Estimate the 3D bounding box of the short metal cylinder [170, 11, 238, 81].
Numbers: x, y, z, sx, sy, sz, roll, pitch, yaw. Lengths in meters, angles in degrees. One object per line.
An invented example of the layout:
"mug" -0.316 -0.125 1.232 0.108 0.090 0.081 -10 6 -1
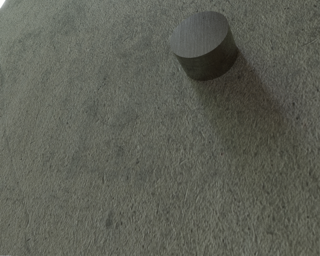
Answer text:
"short metal cylinder" 0.061 -0.112 0.425 0.080 0.050 0.080 -13 56 21
